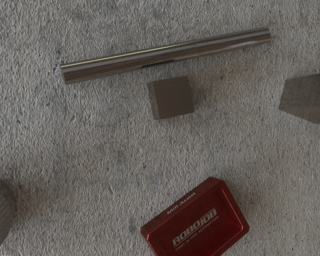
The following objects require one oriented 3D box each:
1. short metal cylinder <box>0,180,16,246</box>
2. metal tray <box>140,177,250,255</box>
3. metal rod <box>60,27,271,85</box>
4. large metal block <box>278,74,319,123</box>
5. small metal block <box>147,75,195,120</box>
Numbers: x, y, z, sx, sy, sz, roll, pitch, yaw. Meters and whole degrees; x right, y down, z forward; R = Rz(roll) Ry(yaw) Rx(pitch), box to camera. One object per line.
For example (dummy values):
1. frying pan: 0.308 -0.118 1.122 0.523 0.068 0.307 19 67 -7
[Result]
1. short metal cylinder: -0.197 0.091 0.323 0.081 0.050 0.079 0 90 -21
2. metal tray: 0.051 0.140 0.426 0.131 0.030 0.090 -33 101 -17
3. metal rod: 0.022 -0.102 0.417 0.302 0.025 0.025 -16 96 -20
4. large metal block: 0.245 -0.042 0.473 0.081 0.080 0.050 18 84 -20
5. small metal block: 0.014 -0.040 0.415 0.050 0.025 0.050 -13 95 -20
